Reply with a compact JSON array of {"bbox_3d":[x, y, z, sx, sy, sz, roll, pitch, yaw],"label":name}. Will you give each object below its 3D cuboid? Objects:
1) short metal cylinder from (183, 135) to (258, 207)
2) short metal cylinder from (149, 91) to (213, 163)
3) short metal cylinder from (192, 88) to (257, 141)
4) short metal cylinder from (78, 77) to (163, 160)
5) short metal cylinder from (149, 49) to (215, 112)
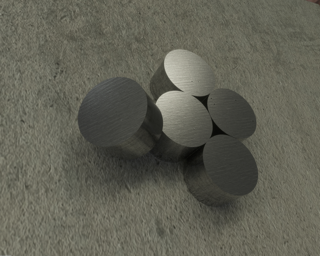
[{"bbox_3d":[0.077,0.055,0.397,0.081,0.050,0.080,14,56,-21],"label":"short metal cylinder"},{"bbox_3d":[0.020,-0.001,0.400,0.081,0.050,0.080,14,56,-21],"label":"short metal cylinder"},{"bbox_3d":[0.089,-0.010,0.443,0.081,0.050,0.080,14,56,-21],"label":"short metal cylinder"},{"bbox_3d":[-0.043,-0.010,0.346,0.080,0.050,0.080,-7,67,17],"label":"short metal cylinder"},{"bbox_3d":[0.032,-0.066,0.446,0.081,0.050,0.080,14,56,-21],"label":"short metal cylinder"}]
